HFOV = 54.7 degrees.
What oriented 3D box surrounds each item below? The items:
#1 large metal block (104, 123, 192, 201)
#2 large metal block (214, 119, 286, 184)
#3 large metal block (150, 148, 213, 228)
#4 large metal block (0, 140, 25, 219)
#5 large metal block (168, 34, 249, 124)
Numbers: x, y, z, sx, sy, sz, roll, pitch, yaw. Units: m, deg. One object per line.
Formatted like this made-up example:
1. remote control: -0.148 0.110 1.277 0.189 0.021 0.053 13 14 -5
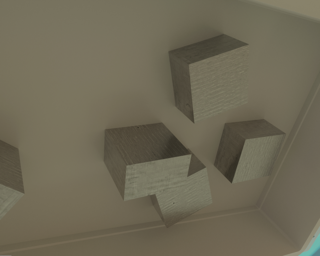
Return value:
1. large metal block: -0.019 0.038 0.388 0.081 0.080 0.050 -7 122 -25
2. large metal block: 0.142 0.035 0.494 0.081 0.050 0.079 -6 121 -26
3. large metal block: 0.027 0.090 0.465 0.081 0.050 0.080 -25 128 -13
4. large metal block: -0.185 0.041 0.298 0.050 0.080 0.080 -47 130 4
5. large metal block: 0.062 -0.063 0.390 0.081 0.050 0.079 -21 127 -16
